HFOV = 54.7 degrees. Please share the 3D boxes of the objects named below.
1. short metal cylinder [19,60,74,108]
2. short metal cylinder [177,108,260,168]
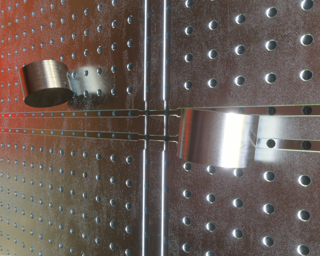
[{"bbox_3d":[-0.194,-0.074,0.530,0.080,0.081,0.050,-27,73,36],"label":"short metal cylinder"},{"bbox_3d":[0.060,0.008,0.323,0.080,0.081,0.050,9,96,39],"label":"short metal cylinder"}]
